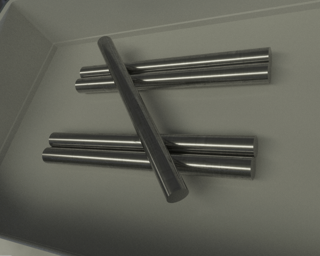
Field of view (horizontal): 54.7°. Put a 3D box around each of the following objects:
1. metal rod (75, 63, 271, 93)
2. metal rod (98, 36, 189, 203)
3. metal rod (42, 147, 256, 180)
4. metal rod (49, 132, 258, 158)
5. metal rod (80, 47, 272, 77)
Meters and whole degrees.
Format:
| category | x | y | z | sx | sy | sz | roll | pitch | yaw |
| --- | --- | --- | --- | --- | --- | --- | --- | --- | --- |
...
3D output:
| category | x | y | z | sx | sy | sz | roll | pitch | yaw |
| --- | --- | --- | --- | --- | --- | --- | --- | --- | --- |
| metal rod | 0.000 | -0.068 | 0.445 | 0.300 | 0.025 | 0.025 | 1 | 62 | 28 |
| metal rod | -0.036 | -0.034 | 0.412 | 0.025 | 0.025 | 0.300 | -33 | 51 | 7 |
| metal rod | -0.035 | 0.042 | 0.396 | 0.300 | 0.025 | 0.025 | 0 | 62 | 28 |
| metal rod | -0.029 | 0.019 | 0.407 | 0.300 | 0.025 | 0.025 | 0 | 62 | 28 |
| metal rod | 0.005 | -0.090 | 0.456 | 0.300 | 0.025 | 0.025 | 1 | 62 | 28 |
